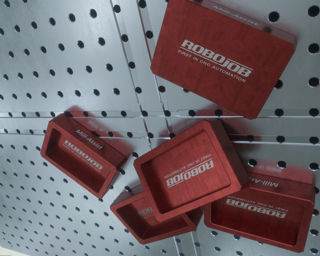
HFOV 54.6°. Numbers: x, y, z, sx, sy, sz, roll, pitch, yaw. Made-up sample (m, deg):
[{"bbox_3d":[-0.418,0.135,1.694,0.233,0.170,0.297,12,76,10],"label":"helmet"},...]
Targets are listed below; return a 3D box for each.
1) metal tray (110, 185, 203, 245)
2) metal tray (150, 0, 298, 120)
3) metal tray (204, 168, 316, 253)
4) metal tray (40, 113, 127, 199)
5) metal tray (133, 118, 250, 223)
[{"bbox_3d":[-0.009,0.133,0.495,0.130,0.030,0.090,-31,101,38],"label":"metal tray"},{"bbox_3d":[0.062,-0.076,0.329,0.130,0.030,0.089,27,128,11],"label":"metal tray"},{"bbox_3d":[0.125,0.105,0.406,0.130,0.030,0.089,9,123,23],"label":"metal tray"},{"bbox_3d":[-0.127,0.047,0.504,0.130,0.030,0.089,35,129,4],"label":"metal tray"},{"bbox_3d":[0.034,0.056,0.393,0.130,0.030,0.090,-32,76,32],"label":"metal tray"}]
